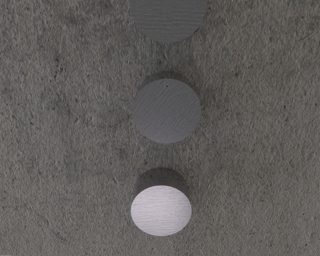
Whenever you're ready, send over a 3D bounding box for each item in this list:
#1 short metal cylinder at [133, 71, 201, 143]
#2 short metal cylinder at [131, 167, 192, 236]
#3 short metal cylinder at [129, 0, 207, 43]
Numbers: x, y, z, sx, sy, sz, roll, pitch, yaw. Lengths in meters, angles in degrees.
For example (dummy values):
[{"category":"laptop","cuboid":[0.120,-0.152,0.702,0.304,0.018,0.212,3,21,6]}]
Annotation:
[{"category":"short metal cylinder","cuboid":[0.008,-0.027,0.386,0.081,0.050,0.079,0,110,0]},{"category":"short metal cylinder","cuboid":[0.002,0.102,0.434,0.081,0.050,0.079,0,110,0]},{"category":"short metal cylinder","cuboid":[0.008,-0.138,0.345,0.081,0.050,0.079,0,110,0]}]
